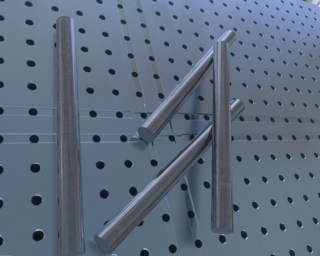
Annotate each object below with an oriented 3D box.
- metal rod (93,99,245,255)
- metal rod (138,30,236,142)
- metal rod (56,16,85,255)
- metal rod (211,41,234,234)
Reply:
[{"bbox_3d":[0.034,0.040,0.400,0.025,0.025,0.302,47,51,4],"label":"metal rod"},{"bbox_3d":[0.057,-0.082,0.487,0.025,0.025,0.301,40,51,-1],"label":"metal rod"},{"bbox_3d":[-0.106,-0.013,0.358,0.025,0.025,0.299,4,60,-26],"label":"metal rod"},{"bbox_3d":[0.085,-0.010,0.425,0.025,0.025,0.300,19,54,-17],"label":"metal rod"}]
